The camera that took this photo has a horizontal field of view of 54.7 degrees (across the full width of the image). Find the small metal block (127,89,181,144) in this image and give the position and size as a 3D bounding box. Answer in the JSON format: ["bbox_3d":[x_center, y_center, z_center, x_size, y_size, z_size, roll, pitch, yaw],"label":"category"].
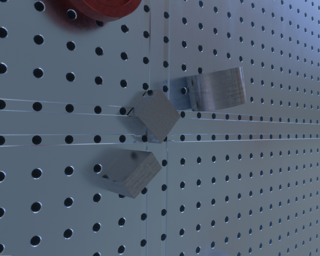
[{"bbox_3d":[-0.007,-0.015,0.405,0.050,0.025,0.050,51,60,-28],"label":"small metal block"}]

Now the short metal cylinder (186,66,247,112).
[{"bbox_3d":[0.081,-0.056,0.443,0.081,0.080,0.050,-18,102,-39],"label":"short metal cylinder"}]

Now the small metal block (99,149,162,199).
[{"bbox_3d":[-0.035,0.052,0.366,0.050,0.050,0.025,-45,118,-31],"label":"small metal block"}]

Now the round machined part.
[{"bbox_3d":[-0.068,-0.167,0.342,0.099,0.042,0.097,0,90,-40],"label":"round machined part"}]
